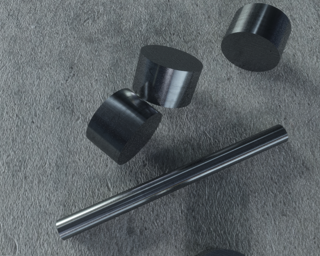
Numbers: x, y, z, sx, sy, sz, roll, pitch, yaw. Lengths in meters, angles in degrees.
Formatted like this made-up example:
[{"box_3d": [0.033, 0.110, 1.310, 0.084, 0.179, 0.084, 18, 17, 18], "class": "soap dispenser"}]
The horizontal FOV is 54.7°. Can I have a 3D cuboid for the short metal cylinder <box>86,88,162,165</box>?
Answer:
[{"box_3d": [-0.043, -0.002, 0.379, 0.050, 0.080, 0.080, 38, 74, 12], "class": "short metal cylinder"}]

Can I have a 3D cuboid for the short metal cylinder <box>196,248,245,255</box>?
[{"box_3d": [0.067, 0.172, 0.332, 0.081, 0.050, 0.080, 0, 70, 0], "class": "short metal cylinder"}]

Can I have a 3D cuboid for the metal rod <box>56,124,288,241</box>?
[{"box_3d": [0.022, 0.063, 0.384, 0.302, 0.025, 0.025, -22, 72, -8], "class": "metal rod"}]

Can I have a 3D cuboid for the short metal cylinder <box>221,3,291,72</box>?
[{"box_3d": [0.131, -0.122, 0.424, 0.080, 0.080, 0.050, 24, 72, 8], "class": "short metal cylinder"}]

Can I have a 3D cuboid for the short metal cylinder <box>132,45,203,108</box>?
[{"box_3d": [0.009, -0.068, 0.398, 0.081, 0.050, 0.080, 12, 31, -7], "class": "short metal cylinder"}]
